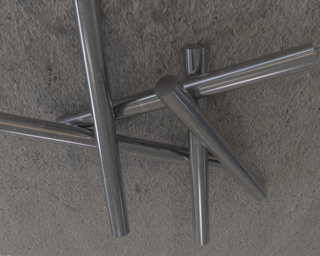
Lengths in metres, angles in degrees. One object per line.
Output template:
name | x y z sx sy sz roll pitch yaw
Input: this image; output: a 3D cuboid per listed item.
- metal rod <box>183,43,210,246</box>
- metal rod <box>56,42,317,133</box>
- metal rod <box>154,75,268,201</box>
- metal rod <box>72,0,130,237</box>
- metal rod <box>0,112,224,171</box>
metal rod | 0.051 0.042 0.405 0.025 0.025 0.298 -4 119 3
metal rod | 0.007 -0.035 0.343 0.300 0.025 0.025 -13 130 24
metal rod | 0.083 0.033 0.394 0.025 0.025 0.300 -26 139 20
metal rod | -0.063 0.001 0.354 0.025 0.025 0.298 -3 114 2
metal rod | -0.049 0.022 0.396 0.302 0.025 0.025 12 130 -22
